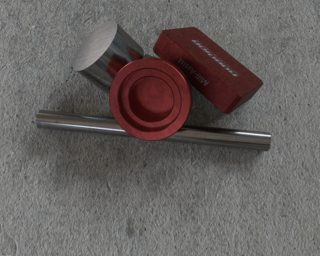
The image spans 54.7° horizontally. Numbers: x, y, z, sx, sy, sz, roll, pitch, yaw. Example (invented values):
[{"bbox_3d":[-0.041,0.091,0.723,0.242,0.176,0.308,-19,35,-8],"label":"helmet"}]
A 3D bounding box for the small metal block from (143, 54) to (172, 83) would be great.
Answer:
[{"bbox_3d":[-0.001,-0.068,0.419,0.050,0.050,0.025,22,72,8],"label":"small metal block"}]

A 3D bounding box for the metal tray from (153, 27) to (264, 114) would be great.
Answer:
[{"bbox_3d":[0.065,-0.081,0.410,0.130,0.030,0.091,44,37,14],"label":"metal tray"}]

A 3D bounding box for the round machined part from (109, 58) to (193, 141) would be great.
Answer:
[{"bbox_3d":[-0.009,-0.037,0.381,0.098,0.042,0.097,3,105,11],"label":"round machined part"}]

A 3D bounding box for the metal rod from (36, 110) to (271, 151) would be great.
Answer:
[{"bbox_3d":[-0.009,0.003,0.408,0.302,0.025,0.025,6,70,2],"label":"metal rod"}]

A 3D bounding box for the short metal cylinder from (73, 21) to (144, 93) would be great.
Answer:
[{"bbox_3d":[-0.068,-0.093,0.409,0.080,0.050,0.080,-25,45,29],"label":"short metal cylinder"}]
